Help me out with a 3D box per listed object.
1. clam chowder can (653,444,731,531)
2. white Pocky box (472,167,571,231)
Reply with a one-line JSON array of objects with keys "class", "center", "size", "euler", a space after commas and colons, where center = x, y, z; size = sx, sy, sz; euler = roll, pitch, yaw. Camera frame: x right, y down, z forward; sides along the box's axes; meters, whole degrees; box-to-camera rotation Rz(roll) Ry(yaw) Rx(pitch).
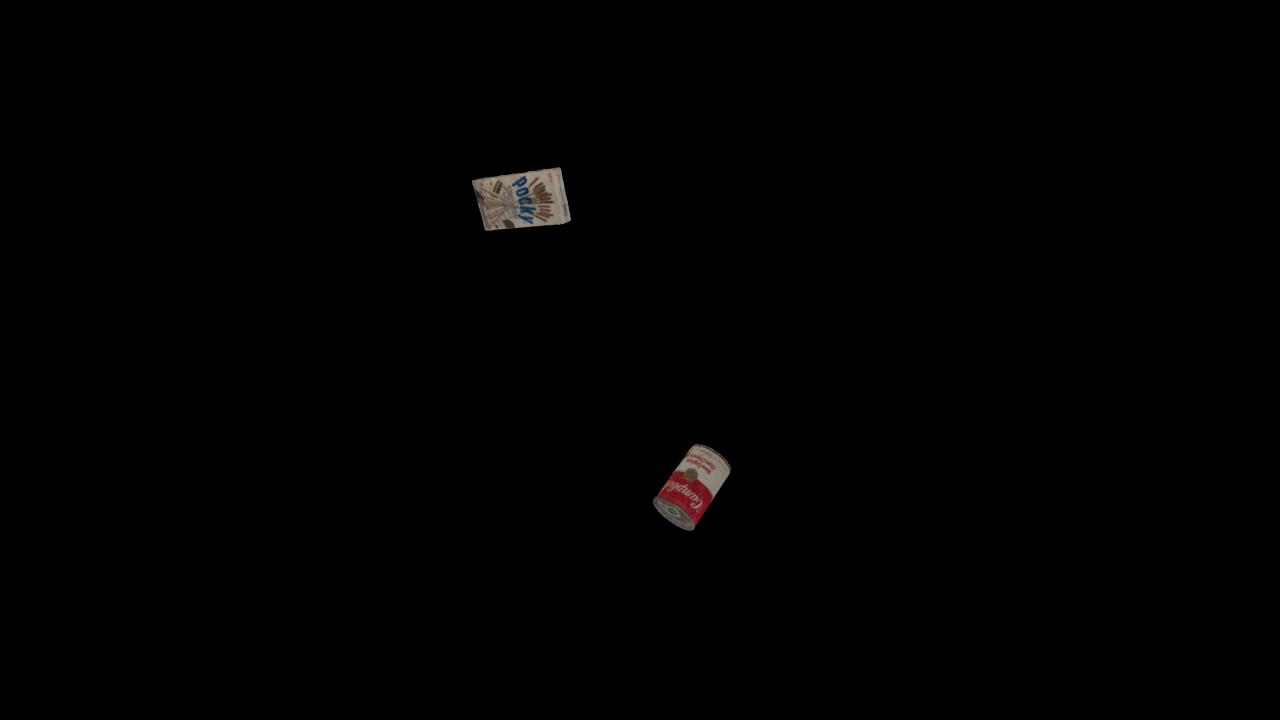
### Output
[{"class": "clam chowder can", "center": [0.074, 0.177, 0.861], "size": [0.068, 0.068, 0.102], "euler": [0, 43, 51]}, {"class": "white Pocky box", "center": [-0.185, -0.249, 0.961], "size": [0.154, 0.084, 0.028], "euler": [1, 25, 26]}]
